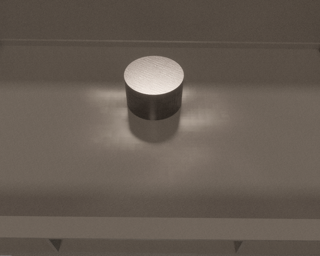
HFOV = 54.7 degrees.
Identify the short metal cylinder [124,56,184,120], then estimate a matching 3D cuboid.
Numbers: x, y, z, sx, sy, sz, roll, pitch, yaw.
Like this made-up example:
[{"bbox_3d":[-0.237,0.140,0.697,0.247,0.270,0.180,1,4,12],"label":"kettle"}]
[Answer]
[{"bbox_3d":[-0.008,-0.057,0.437,0.081,0.050,0.080,0,50,0],"label":"short metal cylinder"}]
